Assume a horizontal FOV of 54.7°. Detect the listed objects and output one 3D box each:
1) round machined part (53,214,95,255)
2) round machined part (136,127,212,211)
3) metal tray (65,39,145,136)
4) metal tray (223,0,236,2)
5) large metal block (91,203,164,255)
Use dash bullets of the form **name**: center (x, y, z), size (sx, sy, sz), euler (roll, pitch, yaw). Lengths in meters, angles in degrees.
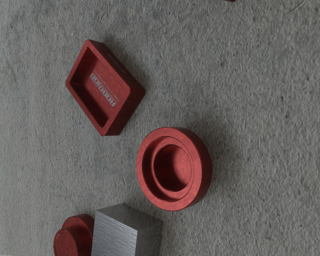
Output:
- **round machined part**: center (-0.136, 0.194, 0.503), size (0.098, 0.042, 0.097), euler (0, 90, 39)
- **round machined part**: center (0.021, 0.047, 0.375), size (0.098, 0.042, 0.097), euler (0, 90, 39)
- **metal tray**: center (-0.088, -0.062, 0.471), size (0.130, 0.030, 0.089), euler (50, 119, 28)
- **metal tray**: center (0.045, -0.208, 0.362), size (0.130, 0.030, 0.089), euler (30, 109, 35)
- **large metal block**: center (-0.047, 0.158, 0.425), size (0.080, 0.050, 0.079), euler (11, 97, 39)
